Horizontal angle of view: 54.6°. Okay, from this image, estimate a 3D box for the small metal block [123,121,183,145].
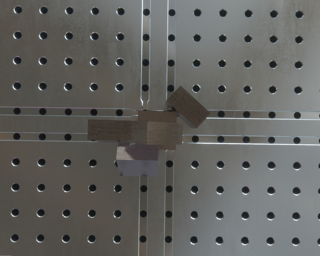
[{"bbox_3d":[-0.009,0.005,0.366,0.050,0.050,0.025,2,91,-37],"label":"small metal block"}]

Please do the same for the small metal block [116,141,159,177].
[{"bbox_3d":[-0.027,0.041,0.398,0.050,0.050,0.025,1,59,0],"label":"small metal block"}]

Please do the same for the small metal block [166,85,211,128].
[{"bbox_3d":[0.035,-0.026,0.401,0.050,0.050,0.025,43,90,0],"label":"small metal block"}]

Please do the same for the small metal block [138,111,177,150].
[{"bbox_3d":[-0.004,0.003,0.413,0.050,0.025,0.050,2,90,-1],"label":"small metal block"}]

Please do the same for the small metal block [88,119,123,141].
[{"bbox_3d":[-0.062,0.002,0.400,0.050,0.050,0.025,2,91,1],"label":"small metal block"}]
